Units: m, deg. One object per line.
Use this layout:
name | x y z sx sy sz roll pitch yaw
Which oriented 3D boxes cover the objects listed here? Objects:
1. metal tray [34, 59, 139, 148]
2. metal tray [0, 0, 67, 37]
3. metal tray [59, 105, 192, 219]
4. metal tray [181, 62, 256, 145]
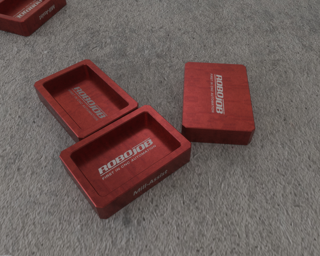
metal tray | -0.102 -0.037 0.429 0.091 0.030 0.130 -33 57 -25
metal tray | -0.253 -0.230 0.591 0.090 0.030 0.130 17 52 14
metal tray | -0.039 0.034 0.370 0.131 0.030 0.090 -31 57 -24
metal tray | 0.078 -0.039 0.433 0.091 0.030 0.130 4 50 3
